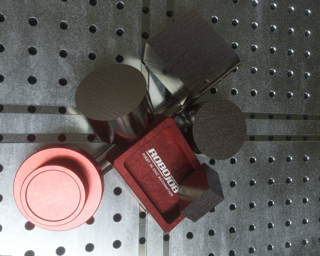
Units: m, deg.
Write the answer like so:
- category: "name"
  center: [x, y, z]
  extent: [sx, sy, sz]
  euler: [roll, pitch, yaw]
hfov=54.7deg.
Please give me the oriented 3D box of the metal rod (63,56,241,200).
- category: "metal rod"
  center: [-0.005, -0.009, 0.412]
  extent: [0.301, 0.025, 0.025]
  euler: [-39, 103, -15]

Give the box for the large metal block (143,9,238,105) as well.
- category: "large metal block"
  center: [0.037, -0.090, 0.400]
  extent: [0.080, 0.050, 0.080]
  euler: [-39, 83, -16]

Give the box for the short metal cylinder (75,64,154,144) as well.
- category: "short metal cylinder"
  center: [-0.050, -0.028, 0.359]
  extent: [0.080, 0.050, 0.080]
  euler: [-5, 57, 7]

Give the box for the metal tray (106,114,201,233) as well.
- category: "metal tray"
  center: [0.004, 0.058, 0.396]
  extent: [0.090, 0.030, 0.130]
  euler: [-39, 115, -15]

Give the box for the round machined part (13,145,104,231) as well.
- category: "round machined part"
  center: [-0.114, 0.070, 0.348]
  extent: [0.099, 0.042, 0.097]
  euler: [-1, 96, -5]

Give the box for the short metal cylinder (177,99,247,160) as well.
- category: "short metal cylinder"
  center: [0.070, 0.002, 0.424]
  extent: [0.081, 0.050, 0.079]
  euler: [0, 90, -20]

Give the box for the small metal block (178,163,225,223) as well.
- category: "small metal block"
  center: [0.049, 0.080, 0.387]
  extent: [0.025, 0.050, 0.050]
  euler: [37, 113, -19]
